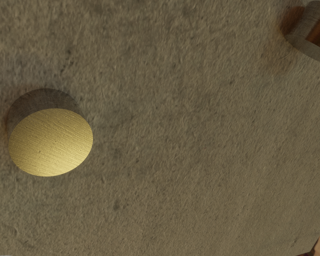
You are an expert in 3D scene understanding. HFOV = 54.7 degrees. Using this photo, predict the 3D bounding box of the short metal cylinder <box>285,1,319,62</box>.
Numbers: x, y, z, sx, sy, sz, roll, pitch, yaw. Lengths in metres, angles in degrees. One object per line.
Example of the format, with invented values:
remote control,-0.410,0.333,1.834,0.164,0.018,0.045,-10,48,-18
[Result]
short metal cylinder,0.219,-0.126,0.416,0.080,0.080,0.050,23,106,-37

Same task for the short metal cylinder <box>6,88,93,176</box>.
short metal cylinder,-0.118,0.004,0.330,0.081,0.050,0.079,-14,125,-21
